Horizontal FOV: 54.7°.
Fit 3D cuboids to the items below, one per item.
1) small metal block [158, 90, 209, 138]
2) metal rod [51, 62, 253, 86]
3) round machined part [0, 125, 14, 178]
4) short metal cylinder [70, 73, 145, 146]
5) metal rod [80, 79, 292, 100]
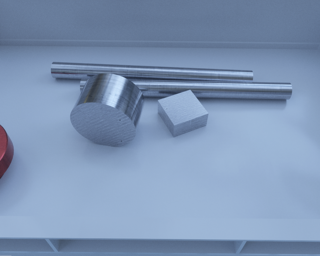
[{"bbox_3d":[0.030,-0.021,0.423,0.050,0.025,0.050,-19,53,-16],"label":"small metal block"},{"bbox_3d":[-0.013,-0.082,0.473,0.302,0.025,0.025,3,50,2],"label":"metal rod"},{"bbox_3d":[-0.221,0.038,0.359,0.099,0.042,0.098,0,50,0],"label":"round machined part"},{"bbox_3d":[-0.064,-0.021,0.386,0.080,0.080,0.050,8,51,6],"label":"short metal cylinder"},{"bbox_3d":[0.037,-0.057,0.453,0.302,0.025,0.025,1,50,0],"label":"metal rod"}]
